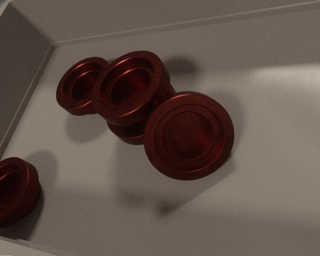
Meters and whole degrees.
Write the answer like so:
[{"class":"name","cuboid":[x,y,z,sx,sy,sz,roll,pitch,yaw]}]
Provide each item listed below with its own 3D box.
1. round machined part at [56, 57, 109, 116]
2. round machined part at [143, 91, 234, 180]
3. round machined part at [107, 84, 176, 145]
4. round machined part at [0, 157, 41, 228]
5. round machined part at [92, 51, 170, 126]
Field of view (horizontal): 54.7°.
[{"class":"round machined part","cuboid":[-0.110,-0.061,0.488,0.098,0.042,0.098,-13,56,20]},{"class":"round machined part","cuboid":[0.030,0.006,0.351,0.098,0.098,0.042,-35,16,4]},{"class":"round machined part","cuboid":[-0.019,-0.020,0.416,0.098,0.042,0.098,-13,56,20]},{"class":"round machined part","cuboid":[-0.213,0.095,0.446,0.098,0.042,0.098,-13,56,20]},{"class":"round machined part","cuboid":[-0.031,-0.044,0.381,0.098,0.042,0.098,-15,54,22]}]
